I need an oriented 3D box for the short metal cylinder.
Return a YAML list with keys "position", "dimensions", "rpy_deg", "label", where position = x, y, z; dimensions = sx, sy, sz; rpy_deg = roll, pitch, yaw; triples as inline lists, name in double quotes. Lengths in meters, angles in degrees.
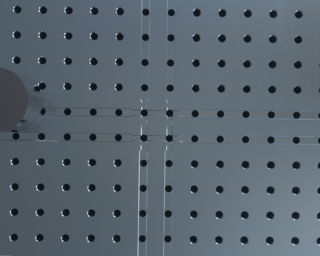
- position: [-0.200, -0.034, 0.399]
  dimensions: [0.081, 0.050, 0.079]
  rpy_deg: [0, 90, 0]
  label: "short metal cylinder"
